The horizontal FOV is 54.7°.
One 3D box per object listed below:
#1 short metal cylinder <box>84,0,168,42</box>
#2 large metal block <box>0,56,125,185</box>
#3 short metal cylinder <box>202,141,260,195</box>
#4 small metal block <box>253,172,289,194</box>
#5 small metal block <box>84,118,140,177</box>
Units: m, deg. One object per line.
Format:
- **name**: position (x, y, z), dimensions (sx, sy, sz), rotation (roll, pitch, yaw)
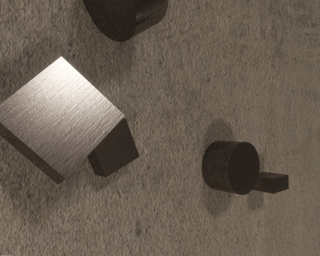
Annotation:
- **short metal cylinder**: position (-0.038, -0.142, 0.338), dimensions (0.050, 0.080, 0.080), rotation (-41, 115, -33)
- **large metal block**: position (-0.095, -0.005, 0.293), dimensions (0.080, 0.050, 0.080), rotation (44, 62, -8)
- **short metal cylinder**: position (0.112, 0.061, 0.485), dimensions (0.081, 0.050, 0.079), rotation (0, 90, -40)
- **small metal block**: position (0.194, 0.097, 0.555), dimensions (0.050, 0.050, 0.025), rotation (-3, 92, -40)
- **small metal block**: position (-0.058, 0.021, 0.358), dimensions (0.050, 0.025, 0.050), rotation (-30, 109, -36)
